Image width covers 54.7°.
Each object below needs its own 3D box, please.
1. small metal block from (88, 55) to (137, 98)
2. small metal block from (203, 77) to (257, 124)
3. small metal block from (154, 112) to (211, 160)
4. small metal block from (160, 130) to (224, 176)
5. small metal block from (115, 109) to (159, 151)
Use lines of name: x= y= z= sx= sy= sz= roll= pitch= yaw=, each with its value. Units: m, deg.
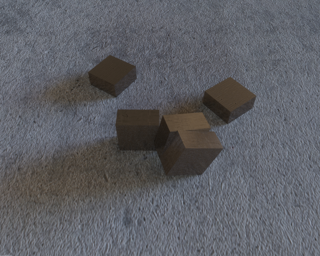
small metal block: x=-0.071 y=-0.079 z=0.469 sx=0.050 sy=0.025 sz=0.050 roll=27 pitch=55 yaw=21
small metal block: x=0.097 y=-0.040 z=0.437 sx=0.050 sy=0.025 sz=0.050 roll=-30 pitch=56 yaw=-23
small metal block: x=0.025 y=0.009 z=0.365 sx=0.050 sy=0.050 sz=0.025 roll=-5 pitch=49 yaw=-22
small metal block: x=0.035 y=0.029 z=0.352 sx=0.050 sy=0.050 sz=0.025 roll=2 pitch=47 yaw=-29
small metal block: x=-0.026 y=0.003 z=0.384 sx=0.050 sy=0.050 sz=0.025 roll=0 pitch=50 yaw=0
